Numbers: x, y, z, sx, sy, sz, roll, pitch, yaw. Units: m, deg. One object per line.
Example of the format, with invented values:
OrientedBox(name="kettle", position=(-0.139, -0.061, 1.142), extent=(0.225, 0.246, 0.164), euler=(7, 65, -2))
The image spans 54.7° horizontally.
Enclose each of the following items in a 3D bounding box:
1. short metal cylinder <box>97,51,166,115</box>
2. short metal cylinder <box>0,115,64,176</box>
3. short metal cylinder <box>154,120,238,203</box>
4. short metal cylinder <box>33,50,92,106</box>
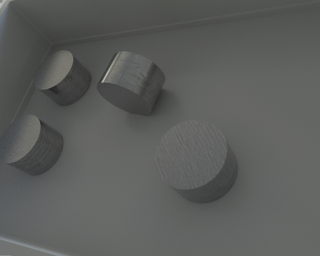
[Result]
OrientedBox(name="short metal cylinder", position=(-0.039, -0.060, 0.426), extent=(0.080, 0.080, 0.050), euler=(11, 67, 32))
OrientedBox(name="short metal cylinder", position=(-0.197, 0.027, 0.474), extent=(0.080, 0.050, 0.080), euler=(-13, 56, 20))
OrientedBox(name="short metal cylinder", position=(0.041, 0.038, 0.344), extent=(0.080, 0.050, 0.080), euler=(-13, 56, 20))
OrientedBox(name="short metal cylinder", position=(-0.164, -0.084, 0.525), extent=(0.080, 0.050, 0.080), euler=(-13, 56, 20))
